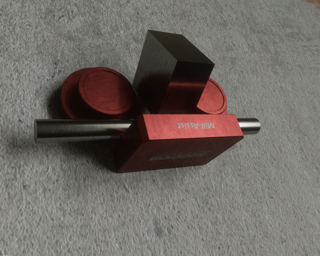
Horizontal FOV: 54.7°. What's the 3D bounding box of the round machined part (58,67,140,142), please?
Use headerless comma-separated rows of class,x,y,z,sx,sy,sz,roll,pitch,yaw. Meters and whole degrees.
round machined part,-0.070,-0.035,0.377,0.099,0.042,0.098,14,56,-21

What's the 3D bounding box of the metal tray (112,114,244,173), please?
metal tray,0.020,0.019,0.364,0.131,0.090,0.030,-1,63,-29

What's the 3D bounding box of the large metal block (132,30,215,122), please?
large metal block,0.012,-0.064,0.383,0.050,0.079,0.080,-2,39,-30

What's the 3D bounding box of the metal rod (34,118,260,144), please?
metal rod,0.007,0.000,0.384,0.303,0.025,0.025,-1,63,-29

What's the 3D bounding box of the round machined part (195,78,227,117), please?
round machined part,0.057,-0.038,0.449,0.099,0.042,0.098,14,56,-21
